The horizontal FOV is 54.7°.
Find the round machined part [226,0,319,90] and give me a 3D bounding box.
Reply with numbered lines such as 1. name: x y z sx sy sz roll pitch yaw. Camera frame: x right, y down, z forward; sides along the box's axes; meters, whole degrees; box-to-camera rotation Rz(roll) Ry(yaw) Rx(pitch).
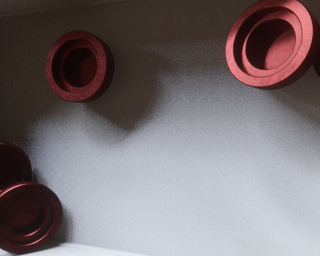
1. round machined part: 0.126 -0.090 0.344 0.098 0.042 0.097 -6 82 44

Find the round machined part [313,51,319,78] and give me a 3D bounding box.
1. round machined part: 0.211 -0.082 0.312 0.098 0.042 0.097 3 94 52

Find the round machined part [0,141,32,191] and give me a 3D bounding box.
1. round machined part: -0.249 0.067 0.471 0.099 0.042 0.097 -4 100 -24

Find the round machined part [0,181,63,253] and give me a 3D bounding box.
1. round machined part: -0.198 0.126 0.452 0.042 0.099 0.097 1 91 58

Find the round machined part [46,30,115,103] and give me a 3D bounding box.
1. round machined part: -0.108 -0.084 0.440 0.098 0.042 0.097 0 90 20
